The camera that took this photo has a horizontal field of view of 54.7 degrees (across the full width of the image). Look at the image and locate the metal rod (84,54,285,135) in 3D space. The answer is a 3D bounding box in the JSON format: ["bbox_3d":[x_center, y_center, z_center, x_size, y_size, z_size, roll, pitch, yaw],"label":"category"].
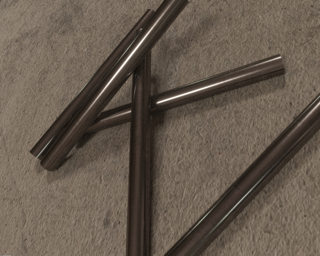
[{"bbox_3d":[0.010,-0.038,0.420,0.301,0.025,0.025,-16,55,18],"label":"metal rod"}]

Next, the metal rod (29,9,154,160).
[{"bbox_3d":[-0.100,-0.075,0.499,0.025,0.025,0.300,29,77,37],"label":"metal rod"}]

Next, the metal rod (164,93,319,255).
[{"bbox_3d":[0.086,0.064,0.318,0.300,0.025,0.025,-45,51,-4],"label":"metal rod"}]

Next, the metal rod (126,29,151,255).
[{"bbox_3d":[-0.025,0.003,0.388,0.025,0.025,0.299,-10,65,22],"label":"metal rod"}]

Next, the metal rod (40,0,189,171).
[{"bbox_3d":[-0.069,-0.053,0.415,0.299,0.025,0.025,-49,50,16],"label":"metal rod"}]
